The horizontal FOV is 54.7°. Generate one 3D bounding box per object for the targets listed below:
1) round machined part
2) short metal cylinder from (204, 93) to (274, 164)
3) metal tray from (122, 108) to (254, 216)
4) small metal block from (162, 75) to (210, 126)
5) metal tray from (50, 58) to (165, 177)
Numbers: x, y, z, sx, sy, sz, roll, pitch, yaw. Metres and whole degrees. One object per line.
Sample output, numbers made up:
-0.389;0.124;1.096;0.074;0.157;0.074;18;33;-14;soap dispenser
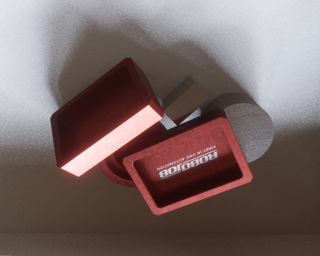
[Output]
-0.033;0.026;0.411;0.099;0.042;0.097;0;110;-1;round machined part
0.097;0.000;0.397;0.081;0.050;0.079;0;110;-1;short metal cylinder
0.033;0.043;0.372;0.130;0.030;0.090;-24;108;12;metal tray
0.030;-0.035;0.383;0.050;0.050;0.025;-41;105;12;small metal block
-0.068;-0.014;0.367;0.130;0.090;0.030;-35;138;11;metal tray
